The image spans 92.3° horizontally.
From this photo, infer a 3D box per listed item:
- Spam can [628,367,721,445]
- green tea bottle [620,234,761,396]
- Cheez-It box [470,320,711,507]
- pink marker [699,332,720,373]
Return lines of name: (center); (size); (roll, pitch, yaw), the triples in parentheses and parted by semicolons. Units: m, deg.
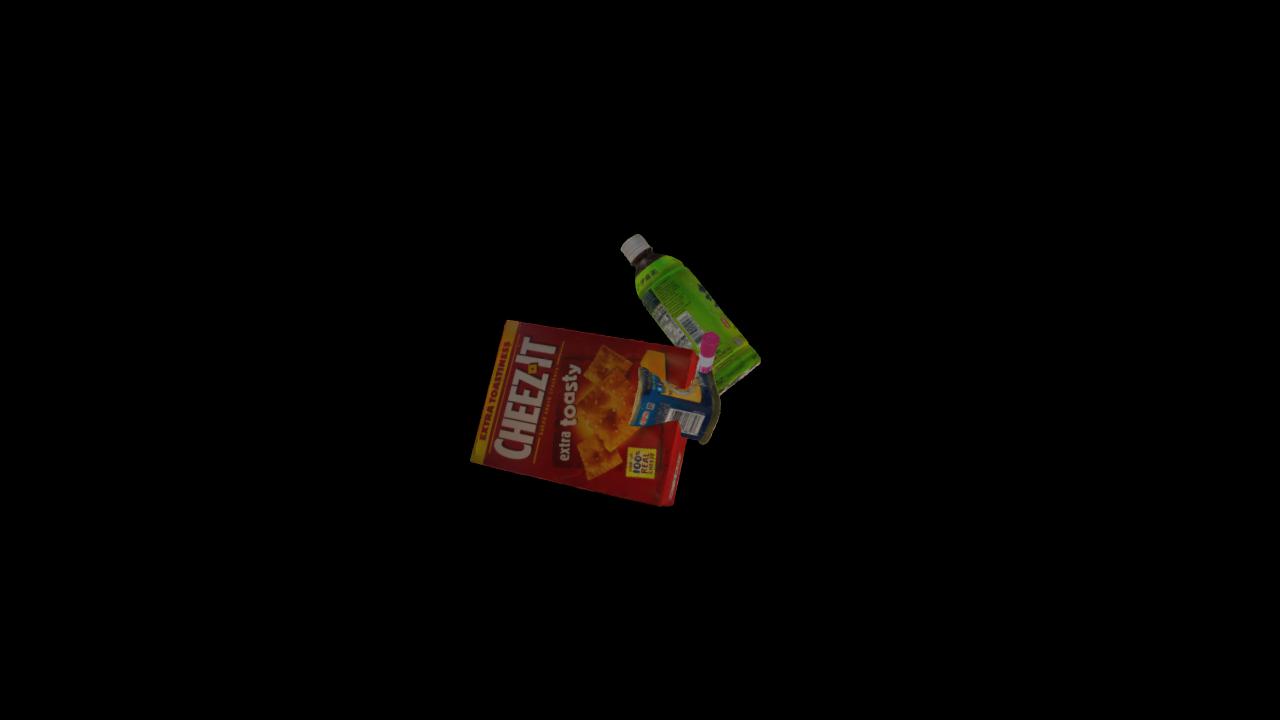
Spam can: (0.032, 0.036, 0.656); (0.085, 0.058, 0.101); (13, 28, -10)
green tea bottle: (0.052, -0.059, 0.724); (0.073, 0.212, 0.073); (-37, -6, -5)
Cheez-It box: (-0.057, 0.055, 0.673); (0.223, 0.166, 0.071); (10, -12, 17)
pink marker: (0.069, 0.014, 0.677); (0.020, 0.020, 0.121); (0, -42, -6)
